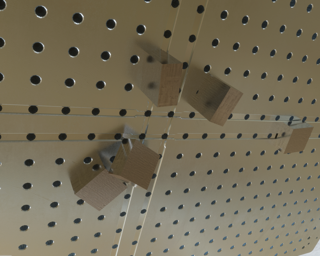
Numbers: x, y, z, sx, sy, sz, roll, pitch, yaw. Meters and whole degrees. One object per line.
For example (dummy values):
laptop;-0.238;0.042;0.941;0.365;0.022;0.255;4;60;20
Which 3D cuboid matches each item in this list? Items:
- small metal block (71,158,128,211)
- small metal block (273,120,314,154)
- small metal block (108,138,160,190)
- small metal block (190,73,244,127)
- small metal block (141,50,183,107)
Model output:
small metal block;-0.080;0.076;0.414;0.050;0.025;0.050;-40;129;-1
small metal block;0.236;0.016;0.549;0.050;0.025;0.050;-4;121;-26
small metal block;-0.033;0.047;0.408;0.050;0.025;0.050;38;65;-39
small metal block;0.074;-0.038;0.411;0.025;0.050;0.050;18;109;-35
small metal block;0.001;-0.058;0.359;0.025;0.050;0.050;-8;122;-25
